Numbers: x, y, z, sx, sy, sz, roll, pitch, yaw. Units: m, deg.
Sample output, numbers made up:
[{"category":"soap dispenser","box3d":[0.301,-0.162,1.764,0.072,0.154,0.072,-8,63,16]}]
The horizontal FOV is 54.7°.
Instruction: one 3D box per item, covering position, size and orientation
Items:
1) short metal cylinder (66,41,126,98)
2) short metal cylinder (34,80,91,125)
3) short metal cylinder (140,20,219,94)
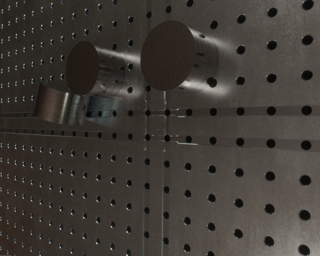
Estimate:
[{"category":"short metal cylinder","box3d":[-0.098,-0.087,0.472,0.080,0.050,0.079,0,90,39]},{"category":"short metal cylinder","box3d":[-0.156,-0.042,0.499,0.080,0.081,0.050,27,107,36]},{"category":"short metal cylinder","box3d":[0.023,-0.082,0.372,0.080,0.050,0.079,0,90,39]}]
